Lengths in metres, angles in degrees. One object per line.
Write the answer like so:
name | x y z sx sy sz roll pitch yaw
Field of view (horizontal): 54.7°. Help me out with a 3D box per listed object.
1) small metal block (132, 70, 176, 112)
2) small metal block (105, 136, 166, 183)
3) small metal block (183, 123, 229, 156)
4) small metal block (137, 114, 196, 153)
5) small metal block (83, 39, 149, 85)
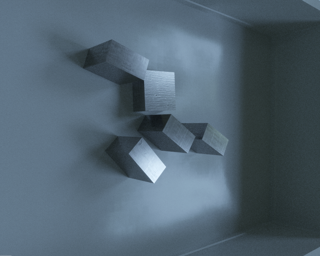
small metal block | -0.007 -0.047 0.400 0.050 0.025 0.050 -4 93 -40
small metal block | -0.029 0.036 0.366 0.025 0.050 0.050 -52 121 -27
small metal block | 0.060 0.016 0.441 0.050 0.050 0.025 35 68 -35
small metal block | 0.008 0.007 0.397 0.050 0.050 0.025 41 65 -33
small metal block | -0.050 -0.072 0.348 0.050 0.050 0.025 21 77 -38
